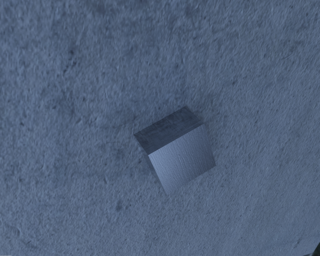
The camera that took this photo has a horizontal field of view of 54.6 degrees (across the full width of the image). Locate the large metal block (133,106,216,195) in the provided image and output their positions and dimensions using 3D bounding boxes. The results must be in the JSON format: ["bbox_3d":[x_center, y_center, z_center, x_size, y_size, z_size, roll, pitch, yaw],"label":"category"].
[{"bbox_3d":[0.022,0.031,0.421,0.080,0.050,0.080,-29,128,-10],"label":"large metal block"}]
